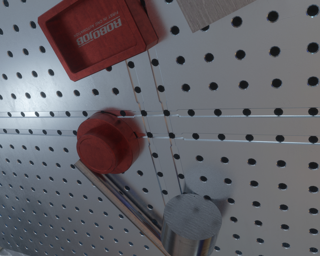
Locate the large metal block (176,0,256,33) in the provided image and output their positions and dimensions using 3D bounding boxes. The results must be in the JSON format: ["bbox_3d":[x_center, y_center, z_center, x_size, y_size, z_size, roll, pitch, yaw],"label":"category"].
[{"bbox_3d":[0.053,-0.145,0.278,0.080,0.050,0.080,-19,109,35],"label":"large metal block"}]

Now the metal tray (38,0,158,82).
[{"bbox_3d":[-0.078,-0.118,0.375,0.130,0.030,0.090,-14,111,34],"label":"metal tray"}]

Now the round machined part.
[{"bbox_3d":[-0.085,0.030,0.463,0.098,0.042,0.097,13,124,21],"label":"round machined part"}]

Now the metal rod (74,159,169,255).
[{"bbox_3d":[-0.030,0.160,0.525,0.300,0.025,0.025,46,129,-4],"label":"metal rod"}]

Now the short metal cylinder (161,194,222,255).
[{"bbox_3d":[0.043,0.140,0.440,0.080,0.080,0.050,18,126,17],"label":"short metal cylinder"}]
